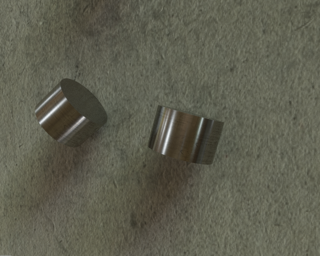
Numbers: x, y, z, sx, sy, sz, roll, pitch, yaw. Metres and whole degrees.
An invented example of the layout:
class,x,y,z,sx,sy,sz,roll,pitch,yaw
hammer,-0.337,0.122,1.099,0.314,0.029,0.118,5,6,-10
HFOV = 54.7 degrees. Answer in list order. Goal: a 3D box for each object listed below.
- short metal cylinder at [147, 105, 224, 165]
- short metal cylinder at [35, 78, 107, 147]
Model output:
class,x,y,z,sx,sy,sz,roll,pitch,yaw
short metal cylinder,0.030,0.007,0.369,0.080,0.080,0.050,17,96,19
short metal cylinder,-0.119,-0.021,0.420,0.050,0.080,0.080,-40,78,15
